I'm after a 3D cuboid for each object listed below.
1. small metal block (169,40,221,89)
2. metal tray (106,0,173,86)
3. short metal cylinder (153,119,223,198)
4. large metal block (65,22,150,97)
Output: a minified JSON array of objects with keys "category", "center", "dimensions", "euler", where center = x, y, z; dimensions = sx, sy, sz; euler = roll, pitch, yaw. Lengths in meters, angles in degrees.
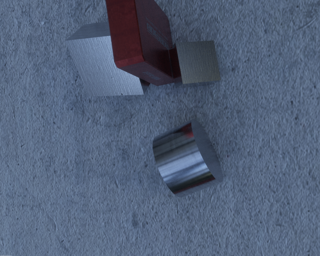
[{"category":"small metal block","center":[0.042,-0.078,0.381],"dimensions":[0.050,0.025,0.050],"euler":[-8,87,-18]},{"category":"metal tray","center":[-0.016,-0.104,0.357],"dimensions":[0.030,0.130,0.090],"euler":[-10,86,18]},{"category":"short metal cylinder","center":[0.034,0.036,0.368],"dimensions":[0.050,0.080,0.080],"euler":[-26,82,18]},{"category":"large metal block","center":[-0.060,-0.088,0.396],"dimensions":[0.080,0.050,0.080],"euler":[0,129,20]}]
